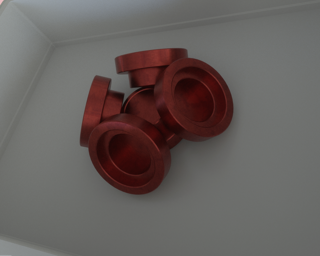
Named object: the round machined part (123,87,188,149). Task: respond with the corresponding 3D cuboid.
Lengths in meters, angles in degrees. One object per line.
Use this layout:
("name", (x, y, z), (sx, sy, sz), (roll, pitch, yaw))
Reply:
("round machined part", (-0.012, -0.017, 0.408), (0.098, 0.042, 0.098), (-13, 56, 20))

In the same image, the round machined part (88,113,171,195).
("round machined part", (-0.032, 0.027, 0.367), (0.098, 0.097, 0.042), (-1, 25, 27))

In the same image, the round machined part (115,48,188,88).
("round machined part", (-0.010, -0.079, 0.420), (0.098, 0.098, 0.042), (-3, 98, 26))

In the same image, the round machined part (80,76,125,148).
("round machined part", (-0.075, -0.019, 0.418), (0.042, 0.098, 0.098), (12, 62, -8))

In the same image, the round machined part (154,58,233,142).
("round machined part", (0.036, -0.030, 0.369), (0.042, 0.099, 0.098), (-33, 40, 55))
